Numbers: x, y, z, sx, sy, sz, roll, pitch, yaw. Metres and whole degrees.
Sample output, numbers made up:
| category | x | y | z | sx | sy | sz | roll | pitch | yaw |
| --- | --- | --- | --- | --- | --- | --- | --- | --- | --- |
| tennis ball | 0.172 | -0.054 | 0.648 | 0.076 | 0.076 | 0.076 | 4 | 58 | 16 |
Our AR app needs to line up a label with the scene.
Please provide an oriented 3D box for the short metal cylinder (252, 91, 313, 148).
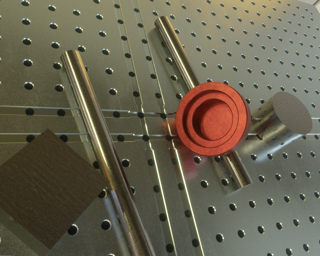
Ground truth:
| category | x | y | z | sx | sy | sz | roll | pitch | yaw |
| --- | --- | --- | --- | --- | --- | --- | --- | --- | --- |
| short metal cylinder | 0.201 | -0.013 | 0.511 | 0.081 | 0.050 | 0.080 | 14 | 56 | -21 |

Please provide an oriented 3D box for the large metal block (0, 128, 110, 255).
| category | x | y | z | sx | sy | sz | roll | pitch | yaw |
| --- | --- | --- | --- | --- | --- | --- | --- | --- | --- |
| large metal block | -0.110 | 0.061 | 0.296 | 0.080 | 0.050 | 0.080 | 41 | 51 | -1 |

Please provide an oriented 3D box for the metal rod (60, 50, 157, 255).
| category | x | y | z | sx | sy | sz | roll | pitch | yaw |
| --- | --- | --- | --- | --- | --- | --- | --- | --- | --- |
| metal rod | -0.059 | 0.036 | 0.355 | 0.025 | 0.025 | 0.299 | -11 | 67 | -33 |

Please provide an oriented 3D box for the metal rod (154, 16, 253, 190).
| category | x | y | z | sx | sy | sz | roll | pitch | yaw |
| --- | --- | --- | --- | --- | --- | --- | --- | --- | --- |
| metal rod | 0.059 | -0.050 | 0.472 | 0.025 | 0.025 | 0.299 | -11 | 67 | -33 |

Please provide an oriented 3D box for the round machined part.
| category | x | y | z | sx | sy | sz | roll | pitch | yaw |
| --- | --- | --- | --- | --- | --- | --- | --- | --- | --- |
| round machined part | 0.074 | -0.010 | 0.419 | 0.042 | 0.098 | 0.098 | 12 | 50 | -60 |
